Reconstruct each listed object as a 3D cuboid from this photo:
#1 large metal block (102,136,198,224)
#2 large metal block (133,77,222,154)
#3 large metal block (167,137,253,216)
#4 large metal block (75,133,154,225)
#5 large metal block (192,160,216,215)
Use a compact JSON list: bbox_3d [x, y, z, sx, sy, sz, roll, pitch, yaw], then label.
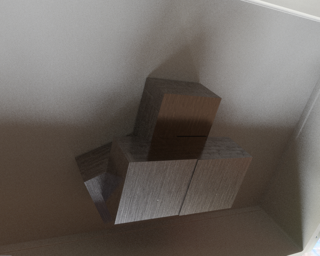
[{"bbox_3d":[-0.014,0.056,0.353,0.081,0.050,0.079,1,118,-29],"label":"large metal block"},{"bbox_3d":[0.020,-0.014,0.392,0.081,0.050,0.079,1,118,-29],"label":"large metal block"},{"bbox_3d":[0.057,0.058,0.391,0.081,0.050,0.079,1,118,-29],"label":"large metal block"},{"bbox_3d":[-0.053,0.065,0.402,0.081,0.050,0.080,-24,127,-14],"label":"large metal block"},{"bbox_3d":[0.040,0.070,0.454,0.080,0.050,0.080,-47,129,5],"label":"large metal block"}]
